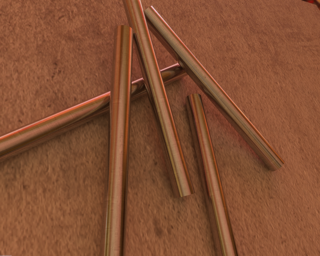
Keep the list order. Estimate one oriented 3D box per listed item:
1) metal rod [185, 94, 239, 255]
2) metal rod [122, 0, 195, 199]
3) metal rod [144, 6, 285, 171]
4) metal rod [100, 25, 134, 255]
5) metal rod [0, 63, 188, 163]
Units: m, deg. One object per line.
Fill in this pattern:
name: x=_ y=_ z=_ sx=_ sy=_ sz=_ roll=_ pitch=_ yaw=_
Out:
metal rod: x=0.069 y=0.087 z=0.389 sx=0.025 sy=0.025 sz=0.299 roll=6 pitch=59 yaw=-26
metal rod: x=-0.008 y=-0.059 z=0.405 sx=0.025 sy=0.025 sz=0.299 roll=-7 pitch=75 yaw=-32
metal rod: x=0.078 y=-0.055 z=0.457 sx=0.300 sy=0.025 sz=0.025 roll=49 pitch=51 yaw=-4
metal rod: x=-0.047 y=0.010 z=0.350 sx=0.025 sy=0.025 sz=0.299 roll=10 pitch=64 yaw=-23
metal rod: x=-0.066 y=-0.033 z=0.389 sx=0.302 sy=0.025 sz=0.025 roll=-30 pitch=79 yaw=-38
